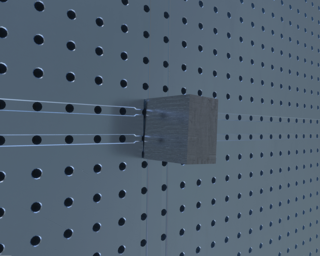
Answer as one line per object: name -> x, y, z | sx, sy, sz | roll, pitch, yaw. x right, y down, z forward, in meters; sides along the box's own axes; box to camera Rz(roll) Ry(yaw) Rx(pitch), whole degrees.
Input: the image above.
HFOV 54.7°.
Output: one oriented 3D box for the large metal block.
large metal block -> 0.025, 0.002, 0.395 | 0.050, 0.080, 0.080 | 4, 87, -40
